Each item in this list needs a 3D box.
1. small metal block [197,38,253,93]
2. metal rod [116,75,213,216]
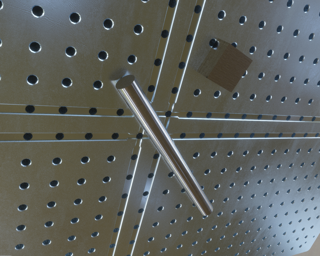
[{"bbox_3d":[0.086,-0.082,0.409,0.050,0.025,0.050,22,107,-37],"label":"small metal block"},{"bbox_3d":[0.021,0.045,0.452,0.025,0.025,0.299,-36,130,-5],"label":"metal rod"}]
